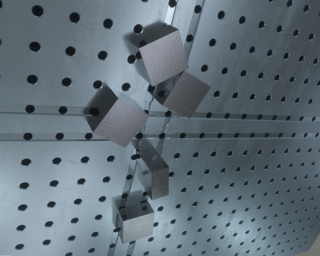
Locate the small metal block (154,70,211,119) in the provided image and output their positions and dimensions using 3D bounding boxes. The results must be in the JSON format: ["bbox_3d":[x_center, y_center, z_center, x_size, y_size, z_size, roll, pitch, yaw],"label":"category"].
[{"bbox_3d":[0.029,-0.046,0.400,0.050,0.025,0.050,23,106,-37],"label":"small metal block"}]

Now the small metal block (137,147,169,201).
[{"bbox_3d":[-0.010,0.063,0.430,0.025,0.050,0.050,-14,124,-21],"label":"small metal block"}]

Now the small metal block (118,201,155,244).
[{"bbox_3d":[-0.038,0.148,0.484,0.050,0.025,0.050,-10,123,-24],"label":"small metal block"}]

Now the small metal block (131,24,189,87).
[{"bbox_3d":[0.001,-0.084,0.361,0.050,0.025,0.050,-29,129,-11],"label":"small metal block"}]

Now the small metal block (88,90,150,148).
[{"bbox_3d":[-0.050,-0.010,0.379,0.050,0.025,0.050,31,101,-38],"label":"small metal block"}]
